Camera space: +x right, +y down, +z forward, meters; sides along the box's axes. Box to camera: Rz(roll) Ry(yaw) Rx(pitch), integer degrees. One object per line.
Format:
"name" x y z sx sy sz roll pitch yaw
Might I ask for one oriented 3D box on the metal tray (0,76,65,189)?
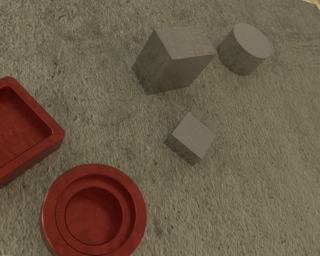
"metal tray" -0.172 0.014 0.299 0.090 0.030 0.131 46 51 3

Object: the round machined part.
"round machined part" -0.066 0.088 0.304 0.099 0.042 0.098 14 56 -21

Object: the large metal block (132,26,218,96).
"large metal block" 0.019 -0.095 0.438 0.081 0.080 0.050 -16 71 -35

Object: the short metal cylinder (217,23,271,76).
"short metal cylinder" 0.151 -0.142 0.558 0.081 0.050 0.080 14 56 -21

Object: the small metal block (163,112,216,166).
"small metal block" 0.041 0.015 0.419 0.050 0.025 0.050 40 51 -2
